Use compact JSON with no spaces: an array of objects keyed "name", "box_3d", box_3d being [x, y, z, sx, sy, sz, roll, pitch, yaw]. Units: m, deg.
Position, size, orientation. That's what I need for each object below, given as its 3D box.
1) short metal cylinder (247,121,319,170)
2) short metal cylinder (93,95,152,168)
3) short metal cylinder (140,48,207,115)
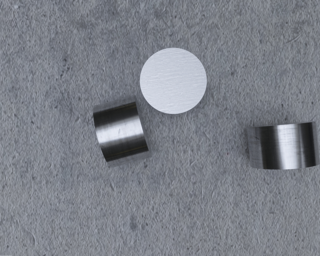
[{"name":"short metal cylinder","box_3d":[0.151,0.020,0.383,0.080,0.080,0.050,-5,90,0]},{"name":"short metal cylinder","box_3d":[-0.045,0.004,0.382,0.050,0.080,0.080,-15,90,0]},{"name":"short metal cylinder","box_3d":[0.016,-0.057,0.397,0.081,0.050,0.080,0,90,0]}]
